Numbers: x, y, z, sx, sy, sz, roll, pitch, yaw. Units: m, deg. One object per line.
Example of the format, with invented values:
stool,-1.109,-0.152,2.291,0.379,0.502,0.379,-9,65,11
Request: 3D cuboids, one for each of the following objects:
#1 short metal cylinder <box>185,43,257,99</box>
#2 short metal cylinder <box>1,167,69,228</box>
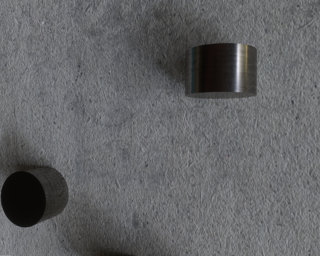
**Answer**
short metal cylinder,0.069,-0.062,0.355,0.080,0.080,0.050,1,90,20
short metal cylinder,-0.186,0.101,0.461,0.080,0.050,0.080,0,90,20
